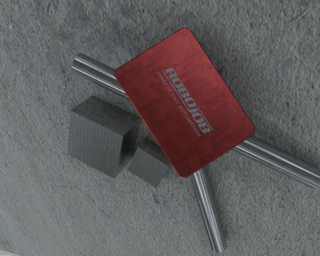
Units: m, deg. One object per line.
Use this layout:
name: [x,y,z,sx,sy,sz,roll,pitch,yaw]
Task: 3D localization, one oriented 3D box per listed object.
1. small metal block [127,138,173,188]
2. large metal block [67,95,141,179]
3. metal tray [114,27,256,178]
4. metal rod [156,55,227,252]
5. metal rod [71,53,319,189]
small metal block: [-0.013,0.050,0.443,0.050,0.025,0.050,32,128,7]
large metal block: [-0.080,0.012,0.439,0.080,0.050,0.079,25,127,12]
metal tray: [0.025,-0.026,0.324,0.090,0.030,0.130,-33,88,-2]
metal rod: [0.046,0.048,0.410,0.025,0.025,0.298,-4,117,30]
metal rod: [0.041,-0.009,0.351,0.301,0.025,0.025,26,128,1]
